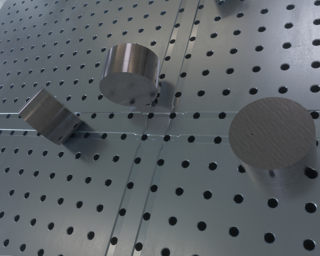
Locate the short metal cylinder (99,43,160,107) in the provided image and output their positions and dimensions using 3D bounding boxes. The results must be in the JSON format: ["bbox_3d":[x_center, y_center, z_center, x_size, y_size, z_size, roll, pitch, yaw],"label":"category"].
[{"bbox_3d":[-0.042,-0.073,0.440,0.080,0.080,0.050,-9,58,23],"label":"short metal cylinder"}]

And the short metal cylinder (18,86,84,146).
[{"bbox_3d":[-0.164,-0.018,0.470,0.050,0.080,0.080,-49,52,-6],"label":"short metal cylinder"}]

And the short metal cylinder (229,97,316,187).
[{"bbox_3d":[0.117,0.015,0.321,0.080,0.050,0.080,-13,56,21],"label":"short metal cylinder"}]
